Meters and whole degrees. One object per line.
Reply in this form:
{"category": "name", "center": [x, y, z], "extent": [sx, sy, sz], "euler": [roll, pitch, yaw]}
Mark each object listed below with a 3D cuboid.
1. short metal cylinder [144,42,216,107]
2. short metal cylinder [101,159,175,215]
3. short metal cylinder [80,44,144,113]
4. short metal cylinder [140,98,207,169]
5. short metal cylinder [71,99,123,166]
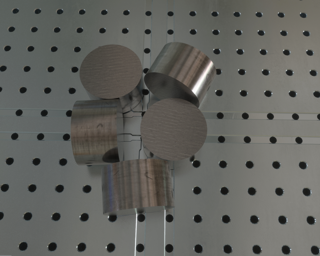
{"category": "short metal cylinder", "center": [0.026, -0.066, 0.407], "extent": [0.080, 0.080, 0.050], "euler": [27, 72, 9]}
{"category": "short metal cylinder", "center": [-0.026, 0.070, 0.356], "extent": [0.081, 0.080, 0.050], "euler": [-6, 71, -2]}
{"category": "short metal cylinder", "center": [-0.063, -0.065, 0.421], "extent": [0.080, 0.050, 0.080], "euler": [0, 70, 1]}
{"category": "short metal cylinder", "center": [0.016, 0.008, 0.395], "extent": [0.081, 0.050, 0.080], "euler": [0, 70, -1]}
{"category": "short metal cylinder", "center": [-0.074, 0.005, 0.381], "extent": [0.050, 0.080, 0.080], "euler": [-2, 70, -1]}
